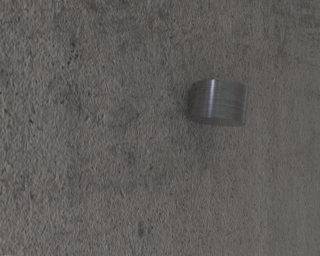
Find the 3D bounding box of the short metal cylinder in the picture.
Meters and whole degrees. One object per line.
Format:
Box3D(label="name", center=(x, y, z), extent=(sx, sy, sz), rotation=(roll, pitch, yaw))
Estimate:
Box3D(label="short metal cylinder", center=(0.082, -0.033, 0.436), extent=(0.081, 0.080, 0.050), rotation=(12, 83, -39))
